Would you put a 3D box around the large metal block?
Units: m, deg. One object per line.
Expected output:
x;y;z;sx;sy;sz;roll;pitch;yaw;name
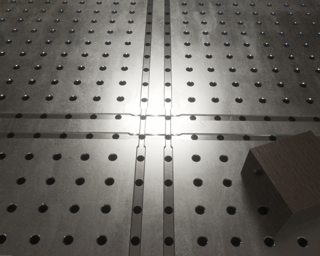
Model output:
0.150;0.058;0.345;0.081;0.050;0.080;-15;52;-13;large metal block
